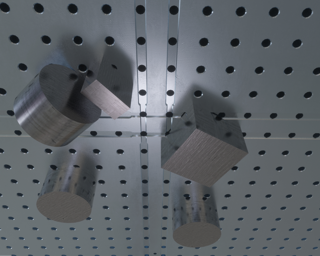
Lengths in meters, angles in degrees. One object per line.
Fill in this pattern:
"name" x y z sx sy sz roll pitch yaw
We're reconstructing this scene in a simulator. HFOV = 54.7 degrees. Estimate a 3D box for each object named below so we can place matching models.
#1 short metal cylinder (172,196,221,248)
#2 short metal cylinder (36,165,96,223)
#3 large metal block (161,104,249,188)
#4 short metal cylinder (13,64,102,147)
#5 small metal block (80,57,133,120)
"short metal cylinder" 0.062 0.163 0.535 0.081 0.050 0.079 0 130 0
"short metal cylinder" -0.143 0.104 0.482 0.081 0.050 0.079 0 130 0
"large metal block" 0.057 0.026 0.418 0.080 0.050 0.080 25 126 -20
"short metal cylinder" -0.115 -0.025 0.353 0.050 0.080 0.080 -36 122 26
"small metal block" -0.059 -0.046 0.356 0.025 0.050 0.050 -34 123 25
